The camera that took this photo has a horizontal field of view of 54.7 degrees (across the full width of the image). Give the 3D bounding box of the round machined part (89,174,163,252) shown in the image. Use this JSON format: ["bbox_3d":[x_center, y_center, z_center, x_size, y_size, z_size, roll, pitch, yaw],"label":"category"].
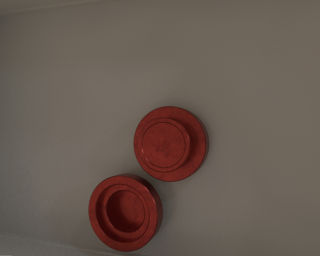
[{"bbox_3d":[-0.042,0.109,0.415,0.098,0.042,0.097,0,90,19],"label":"round machined part"}]

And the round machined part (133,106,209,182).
[{"bbox_3d":[0.011,0.021,0.397,0.098,0.042,0.097,0,90,19],"label":"round machined part"}]
